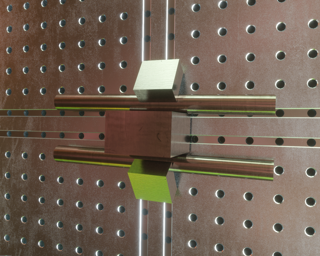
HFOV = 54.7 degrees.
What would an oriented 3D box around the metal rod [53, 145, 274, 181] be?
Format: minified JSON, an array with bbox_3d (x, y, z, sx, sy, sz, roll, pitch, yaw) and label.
[{"bbox_3d":[-0.009,0.044,0.412,0.301,0.025,0.025,2,91,19],"label":"metal rod"}]

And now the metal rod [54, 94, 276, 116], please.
[{"bbox_3d":[-0.007,-0.032,0.410,0.301,0.025,0.025,2,91,19],"label":"metal rod"}]

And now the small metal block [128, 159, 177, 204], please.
[{"bbox_3d":[-0.009,0.068,0.399,0.050,0.025,0.050,3,129,19],"label":"small metal block"}]

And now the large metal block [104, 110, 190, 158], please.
[{"bbox_3d":[-0.012,0.006,0.383,0.080,0.080,0.050,2,91,20],"label":"large metal block"}]

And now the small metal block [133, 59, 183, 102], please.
[{"bbox_3d":[-0.001,-0.060,0.397,0.050,0.025,0.050,1,56,19],"label":"small metal block"}]
